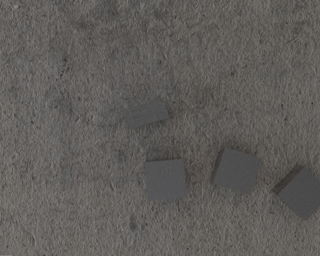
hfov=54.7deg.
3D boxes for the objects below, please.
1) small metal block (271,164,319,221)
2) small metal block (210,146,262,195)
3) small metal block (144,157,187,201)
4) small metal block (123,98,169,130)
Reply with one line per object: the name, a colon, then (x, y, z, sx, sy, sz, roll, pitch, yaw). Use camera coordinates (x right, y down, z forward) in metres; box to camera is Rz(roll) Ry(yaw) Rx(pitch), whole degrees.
small metal block: (0.188, 0.085, 0.411, 0.050, 0.025, 0.050, 44, 90, 0)
small metal block: (0.100, 0.055, 0.411, 0.050, 0.025, 0.050, 18, 90, 0)
small metal block: (0.007, 0.067, 0.410, 0.050, 0.025, 0.050, -5, 90, 0)
small metal block: (-0.017, -0.017, 0.397, 0.050, 0.050, 0.025, -16, 90, 0)
